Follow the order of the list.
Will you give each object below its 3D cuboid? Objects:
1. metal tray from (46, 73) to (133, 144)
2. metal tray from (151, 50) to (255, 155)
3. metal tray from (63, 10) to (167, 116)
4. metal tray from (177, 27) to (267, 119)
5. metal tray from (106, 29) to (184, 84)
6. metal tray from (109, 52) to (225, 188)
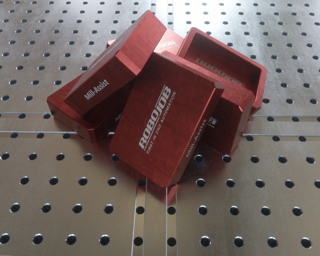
[{"bbox_3d":[-0.080,-0.047,0.443,0.090,0.030,0.131,32,57,23],"label":"metal tray"},{"bbox_3d":[0.045,-0.032,0.391,0.130,0.090,0.030,31,57,23],"label":"metal tray"},{"bbox_3d":[-0.056,-0.075,0.372,0.030,0.130,0.090,42,49,-21],"label":"metal tray"},{"bbox_3d":[0.084,-0.079,0.440,0.130,0.030,0.090,28,52,-6],"label":"metal tray"},{"bbox_3d":[-0.005,-0.109,0.472,0.131,0.030,0.090,-27,57,-38],"label":"metal tray"},{"bbox_3d":[0.004,-0.010,0.354,0.090,0.129,0.030,31,18,24],"label":"metal tray"}]
